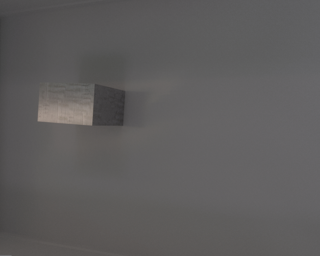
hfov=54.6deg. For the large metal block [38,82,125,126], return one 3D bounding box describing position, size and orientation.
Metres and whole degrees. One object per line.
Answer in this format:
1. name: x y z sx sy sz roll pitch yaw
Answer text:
1. large metal block: -0.103 -0.031 0.418 0.080 0.080 0.050 4 92 20
